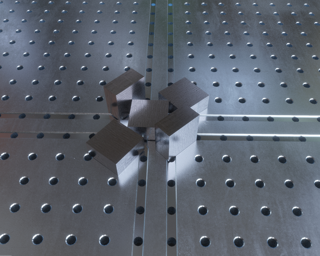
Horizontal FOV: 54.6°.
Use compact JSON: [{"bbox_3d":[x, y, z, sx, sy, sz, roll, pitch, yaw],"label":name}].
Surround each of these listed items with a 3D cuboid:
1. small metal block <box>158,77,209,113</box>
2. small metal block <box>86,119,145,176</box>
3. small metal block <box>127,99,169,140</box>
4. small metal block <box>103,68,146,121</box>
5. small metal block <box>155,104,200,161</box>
[{"bbox_3d":[0.033,-0.040,0.441,0.050,0.025,0.050,-33,57,-24],"label":"small metal block"},{"bbox_3d":[-0.055,0.023,0.388,0.050,0.025,0.050,31,56,23],"label":"small metal block"},{"bbox_3d":[-0.014,-0.011,0.417,0.050,0.025,0.050,2,49,3],"label":"small metal block"},{"bbox_3d":[-0.047,-0.046,0.430,0.025,0.050,0.050,37,60,26],"label":"small metal block"},{"bbox_3d":[0.021,0.006,0.387,0.050,0.050,0.025,-35,58,-26],"label":"small metal block"}]
